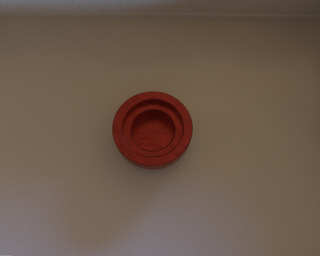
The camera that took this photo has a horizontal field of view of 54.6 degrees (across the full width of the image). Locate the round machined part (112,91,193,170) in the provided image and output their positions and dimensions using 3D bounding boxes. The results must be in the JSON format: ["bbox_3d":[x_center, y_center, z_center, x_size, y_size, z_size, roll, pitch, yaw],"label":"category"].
[{"bbox_3d":[-0.009,0.006,0.399,0.099,0.042,0.098,0,70,0],"label":"round machined part"}]
